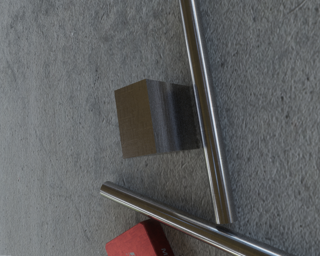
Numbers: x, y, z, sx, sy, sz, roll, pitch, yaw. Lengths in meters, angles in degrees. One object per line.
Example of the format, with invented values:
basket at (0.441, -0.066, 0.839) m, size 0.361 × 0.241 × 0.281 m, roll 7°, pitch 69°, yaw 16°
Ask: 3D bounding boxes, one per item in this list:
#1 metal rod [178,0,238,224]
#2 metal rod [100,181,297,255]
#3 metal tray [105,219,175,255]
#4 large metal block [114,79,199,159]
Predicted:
metal rod at (0.051, -0.043, 0.361) m, size 0.025 × 0.025 × 0.298 m, roll -14°, pitch 81°, yaw 39°
metal rod at (0.034, 0.116, 0.375) m, size 0.300 × 0.025 × 0.025 m, roll 12°, pitch 97°, yaw 39°
metal tray at (-0.015, 0.198, 0.412) m, size 0.090 × 0.030 × 0.130 m, roll -41°, pitch 66°, yaw 32°
large metal block at (-0.003, -0.009, 0.370) m, size 0.050 × 0.081 × 0.080 m, roll -14°, pitch 81°, yaw 39°
